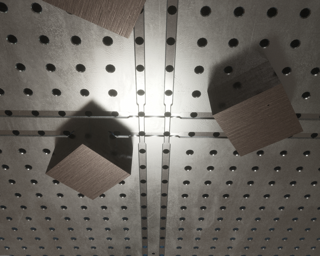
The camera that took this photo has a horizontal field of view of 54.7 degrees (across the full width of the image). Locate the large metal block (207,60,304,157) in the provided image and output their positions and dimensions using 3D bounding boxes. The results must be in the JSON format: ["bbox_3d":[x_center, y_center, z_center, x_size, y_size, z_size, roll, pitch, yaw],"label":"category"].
[{"bbox_3d":[0.115,-0.021,0.379,0.080,0.050,0.080,-26,126,20],"label":"large metal block"}]

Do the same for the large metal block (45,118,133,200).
[{"bbox_3d":[-0.096,0.046,0.433,0.080,0.050,0.080,-36,122,26],"label":"large metal block"}]

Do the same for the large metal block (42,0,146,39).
[{"bbox_3d":[-0.048,-0.140,0.275,0.080,0.050,0.079,20,127,-17],"label":"large metal block"}]
